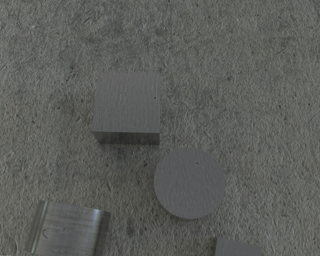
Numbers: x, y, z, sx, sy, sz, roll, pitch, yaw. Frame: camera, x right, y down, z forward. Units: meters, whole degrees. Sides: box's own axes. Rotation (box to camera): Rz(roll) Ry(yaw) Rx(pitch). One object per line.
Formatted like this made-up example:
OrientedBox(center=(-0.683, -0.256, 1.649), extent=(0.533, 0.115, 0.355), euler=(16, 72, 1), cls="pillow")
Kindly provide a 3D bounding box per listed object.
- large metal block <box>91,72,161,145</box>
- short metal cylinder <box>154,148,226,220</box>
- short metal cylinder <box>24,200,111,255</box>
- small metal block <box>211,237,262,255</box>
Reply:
OrientedBox(center=(-0.040, -0.024, 0.403), extent=(0.081, 0.050, 0.080), euler=(1, 70, 0), cls="large metal block")
OrientedBox(center=(0.033, 0.069, 0.370), extent=(0.081, 0.050, 0.080), euler=(0, 70, 0), cls="short metal cylinder")
OrientedBox(center=(-0.098, 0.112, 0.337), extent=(0.080, 0.080, 0.050), euler=(9, 70, 3), cls="short metal cylinder")
OrientedBox(center=(0.084, 0.155, 0.352), extent=(0.050, 0.025, 0.050), euler=(12, 70, 4), cls="small metal block")
